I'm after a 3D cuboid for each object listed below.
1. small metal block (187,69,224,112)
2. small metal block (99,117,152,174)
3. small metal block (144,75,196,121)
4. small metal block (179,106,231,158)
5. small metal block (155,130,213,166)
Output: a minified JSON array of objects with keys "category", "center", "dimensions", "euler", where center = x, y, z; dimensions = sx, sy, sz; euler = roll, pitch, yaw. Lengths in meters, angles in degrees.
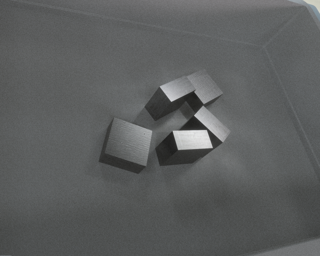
[{"category":"small metal block","center":[0.061,-0.058,0.476],"dimensions":[0.050,0.025,0.050],"euler":[-29,78,-38]},{"category":"small metal block","center":[-0.041,0.021,0.372],"dimensions":[0.050,0.025,0.050],"euler":[20,54,-17]},{"category":"small metal block","center":[0.014,-0.041,0.423],"dimensions":[0.050,0.050,0.025],"euler":[-29,78,-38]},{"category":"small metal block","center":[0.058,0.006,0.419],"dimensions":[0.050,0.050,0.025],"euler":[43,51,1]},{"category":"small metal block","center":[0.029,0.026,0.391],"dimensions":[0.050,0.050,0.025],"euler":[-1,62,-29]}]
